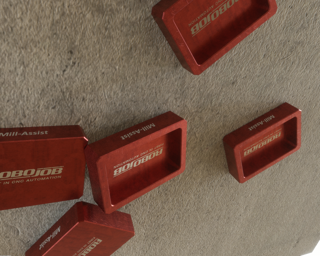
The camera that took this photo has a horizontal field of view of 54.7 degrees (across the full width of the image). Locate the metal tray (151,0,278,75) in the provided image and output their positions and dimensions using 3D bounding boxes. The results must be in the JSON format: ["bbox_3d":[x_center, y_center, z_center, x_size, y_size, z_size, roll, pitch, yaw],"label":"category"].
[{"bbox_3d":[0.066,-0.135,0.355,0.130,0.030,0.090,-39,130,-2],"label":"metal tray"}]

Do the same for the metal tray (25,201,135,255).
[{"bbox_3d":[-0.109,0.158,0.422,0.090,0.030,0.130,29,116,-38],"label":"metal tray"}]

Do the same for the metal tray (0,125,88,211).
[{"bbox_3d":[-0.152,0.045,0.348,0.131,0.030,0.089,-3,120,-27],"label":"metal tray"}]

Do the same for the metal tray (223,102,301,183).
[{"bbox_3d":[0.172,0.025,0.512,0.131,0.030,0.090,-28,128,-11],"label":"metal tray"}]

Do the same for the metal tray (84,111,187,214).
[{"bbox_3d":[-0.025,0.041,0.395,0.131,0.030,0.089,-24,130,-31],"label":"metal tray"}]
